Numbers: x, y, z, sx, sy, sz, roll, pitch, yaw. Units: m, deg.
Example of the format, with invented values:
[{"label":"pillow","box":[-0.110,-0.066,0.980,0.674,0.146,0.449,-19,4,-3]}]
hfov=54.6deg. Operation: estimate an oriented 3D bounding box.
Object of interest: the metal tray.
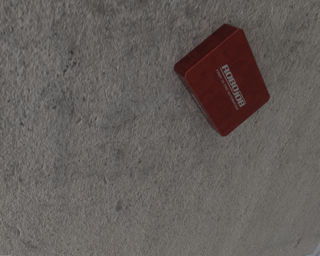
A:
[{"label":"metal tray","box":[0.087,-0.059,0.414,0.090,0.030,0.130,-40,129,-1]}]
